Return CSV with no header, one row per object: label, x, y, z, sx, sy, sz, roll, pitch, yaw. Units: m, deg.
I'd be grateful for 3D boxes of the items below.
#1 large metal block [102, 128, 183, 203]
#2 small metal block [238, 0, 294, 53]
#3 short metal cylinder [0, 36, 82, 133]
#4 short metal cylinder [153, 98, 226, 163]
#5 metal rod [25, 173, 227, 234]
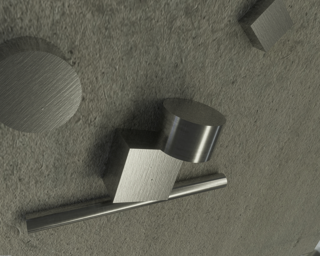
large metal block,-0.022,0.049,0.409,0.081,0.050,0.079,5,116,-31
small metal block,0.136,-0.135,0.398,0.050,0.025,0.050,-47,129,4
short metal cylinder,-0.122,-0.042,0.298,0.081,0.050,0.079,-14,124,-21
short metal cylinder,0.037,0.001,0.392,0.081,0.080,0.050,2,118,-29
metal rod,-0.032,0.104,0.453,0.303,0.025,0.025,-7,122,-25
